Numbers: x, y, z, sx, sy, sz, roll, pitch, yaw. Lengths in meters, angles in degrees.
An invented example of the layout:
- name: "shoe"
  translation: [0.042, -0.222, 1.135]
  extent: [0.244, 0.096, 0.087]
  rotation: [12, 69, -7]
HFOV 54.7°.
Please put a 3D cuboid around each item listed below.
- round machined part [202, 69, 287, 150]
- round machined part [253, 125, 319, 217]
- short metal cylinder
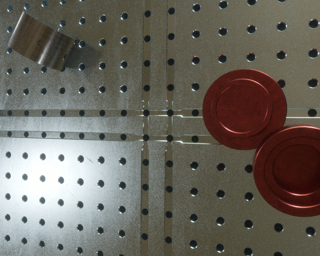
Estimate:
- name: "round machined part"
  translation: [0.098, -0.022, 0.369]
  extent: [0.098, 0.042, 0.097]
  rotation: [0, 90, 20]
- name: "round machined part"
  translation: [0.154, 0.044, 0.344]
  extent: [0.098, 0.042, 0.097]
  rotation: [2, 97, 13]
- name: "short metal cylinder"
  translation: [-0.167, -0.124, 0.442]
  extent: [0.080, 0.080, 0.050]
  rotation: [33, 101, 17]
